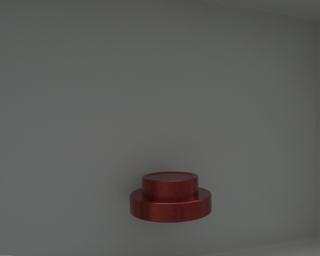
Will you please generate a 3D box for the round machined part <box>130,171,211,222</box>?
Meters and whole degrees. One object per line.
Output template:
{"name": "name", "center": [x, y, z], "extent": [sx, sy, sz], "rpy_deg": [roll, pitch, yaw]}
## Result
{"name": "round machined part", "center": [0.013, 0.079, 0.376], "extent": [0.099, 0.098, 0.042], "rpy_deg": [-2, 91, -20]}
